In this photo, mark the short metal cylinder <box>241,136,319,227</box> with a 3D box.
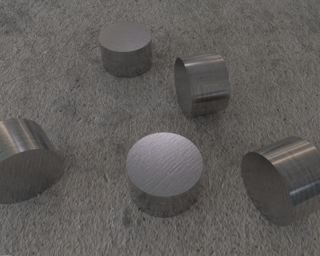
[{"bbox_3d":[0.130,0.054,0.323,0.050,0.080,0.080,-19,53,-15],"label":"short metal cylinder"}]

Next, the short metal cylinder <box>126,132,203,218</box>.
[{"bbox_3d":[0.005,0.052,0.344,0.080,0.050,0.080,0,50,0],"label":"short metal cylinder"}]

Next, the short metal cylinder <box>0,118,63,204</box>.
[{"bbox_3d":[-0.155,0.036,0.336,0.081,0.080,0.050,-29,56,-22],"label":"short metal cylinder"}]

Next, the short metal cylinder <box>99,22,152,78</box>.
[{"bbox_3d":[-0.053,-0.124,0.491,0.080,0.050,0.080,0,50,0],"label":"short metal cylinder"}]

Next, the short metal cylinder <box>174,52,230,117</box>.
[{"bbox_3d":[0.054,-0.058,0.417,0.050,0.080,0.080,-11,51,-9],"label":"short metal cylinder"}]
